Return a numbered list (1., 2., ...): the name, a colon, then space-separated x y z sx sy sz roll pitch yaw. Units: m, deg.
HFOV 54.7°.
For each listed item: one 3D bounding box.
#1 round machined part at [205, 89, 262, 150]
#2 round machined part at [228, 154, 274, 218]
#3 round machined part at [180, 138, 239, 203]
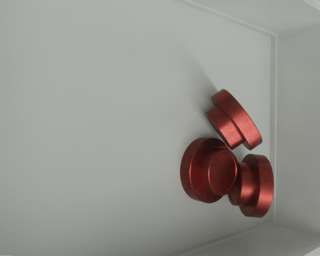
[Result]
1. round machined part: 0.104 -0.006 0.458 0.042 0.098 0.098 -35 117 5
2. round machined part: 0.136 0.089 0.486 0.042 0.098 0.097 6 85 -4
3. round machined part: 0.080 0.064 0.462 0.099 0.042 0.097 0 90 -40
